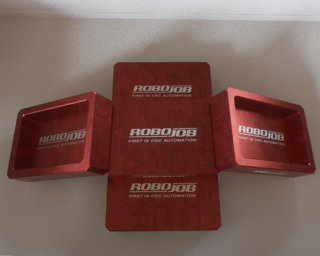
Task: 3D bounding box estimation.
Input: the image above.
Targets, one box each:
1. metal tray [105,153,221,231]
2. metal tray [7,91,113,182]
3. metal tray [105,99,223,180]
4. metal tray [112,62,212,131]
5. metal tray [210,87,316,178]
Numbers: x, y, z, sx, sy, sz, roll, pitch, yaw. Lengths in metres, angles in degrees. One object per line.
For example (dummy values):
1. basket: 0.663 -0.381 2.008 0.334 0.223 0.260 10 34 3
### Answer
1. metal tray: 0.004 0.078 0.375 0.131 0.030 0.090 0 70 -1
2. metal tray: -0.120 0.014 0.367 0.130 0.030 0.090 -9 69 28
3. metal tray: 0.004 0.013 0.368 0.131 0.030 0.090 -1 70 -1
4. metal tray: 0.003 -0.043 0.420 0.131 0.030 0.090 0 70 -1
5. metal tray: 0.124 0.009 0.369 0.131 0.030 0.090 9 68 -28
